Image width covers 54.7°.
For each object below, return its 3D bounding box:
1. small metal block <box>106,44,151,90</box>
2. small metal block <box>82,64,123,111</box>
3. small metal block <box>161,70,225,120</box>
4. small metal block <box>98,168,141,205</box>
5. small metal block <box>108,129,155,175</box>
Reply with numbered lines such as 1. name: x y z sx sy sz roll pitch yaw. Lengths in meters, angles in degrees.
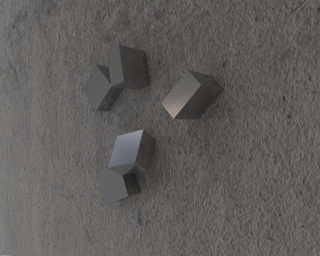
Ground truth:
1. small metal block: -0.043 -0.081 0.424 0.025 0.050 0.050 -15 80 39
2. small metal block: -0.089 -0.061 0.478 0.050 0.025 0.050 -52 60 27
3. small metal block: 0.038 -0.036 0.357 0.050 0.050 0.025 -52 60 27
4. small metal block: -0.060 0.080 0.455 0.050 0.025 0.050 -29 72 36
5. small metal block: -0.039 0.034 0.421 0.050 0.025 0.050 -14 50 36
